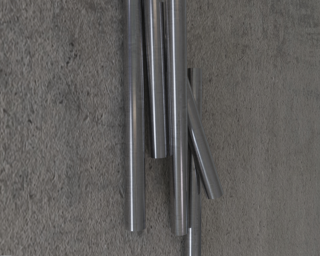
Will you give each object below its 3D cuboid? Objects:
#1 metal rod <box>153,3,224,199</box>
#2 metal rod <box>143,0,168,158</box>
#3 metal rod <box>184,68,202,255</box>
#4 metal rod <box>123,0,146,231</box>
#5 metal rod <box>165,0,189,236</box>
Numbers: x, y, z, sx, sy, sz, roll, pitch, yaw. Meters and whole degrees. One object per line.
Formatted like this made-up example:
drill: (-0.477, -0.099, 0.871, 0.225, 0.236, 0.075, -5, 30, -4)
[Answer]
metal rod: (0.030, -0.048, 0.409, 0.025, 0.025, 0.298, -24, 99, -38)
metal rod: (-0.006, -0.110, 0.376, 0.025, 0.025, 0.298, -10, 104, -40)
metal rod: (0.047, 0.065, 0.444, 0.025, 0.025, 0.298, 0, 90, -40)
metal rod: (-0.031, -0.027, 0.377, 0.025, 0.025, 0.298, -1, 91, -40)
metal rod: (0.023, -0.003, 0.394, 0.025, 0.025, 0.298, -13, 107, -39)
